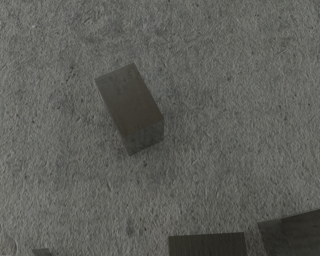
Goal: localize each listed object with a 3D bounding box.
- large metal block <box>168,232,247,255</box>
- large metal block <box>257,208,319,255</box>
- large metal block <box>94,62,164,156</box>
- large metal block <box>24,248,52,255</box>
[{"bbox_3d":[0.051,0.158,0.337,0.081,0.050,0.080,-3,70,-1],"label":"large metal block"},{"bbox_3d":[0.163,0.117,0.337,0.081,0.080,0.050,-12,71,-4],"label":"large metal block"},{"bbox_3d":[-0.035,-0.020,0.386,0.050,0.080,0.080,-25,72,-9],"label":"large metal block"},{"bbox_3d":[-0.140,0.187,0.325,0.080,0.050,0.080,-37,74,-12],"label":"large metal block"}]
